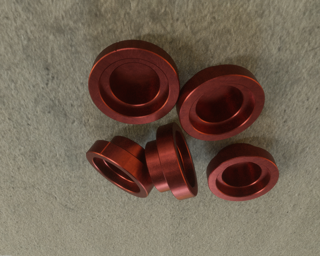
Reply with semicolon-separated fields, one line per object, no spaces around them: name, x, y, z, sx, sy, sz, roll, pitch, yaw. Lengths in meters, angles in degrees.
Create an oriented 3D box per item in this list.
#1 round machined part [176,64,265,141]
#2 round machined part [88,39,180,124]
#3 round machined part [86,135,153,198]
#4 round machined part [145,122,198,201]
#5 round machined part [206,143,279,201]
round machined part;0.067;-0.033;0.362;0.099;0.042;0.097;-7;135;-7
round machined part;-0.028;-0.054;0.349;0.099;0.042;0.097;0;130;0
round machined part;-0.047;0.047;0.415;0.098;0.042;0.098;28;153;16
round machined part;0.013;0.045;0.398;0.042;0.098;0.098;-18;128;13
round machined part;0.116;0.060;0.449;0.099;0.042;0.097;-1;130;0
